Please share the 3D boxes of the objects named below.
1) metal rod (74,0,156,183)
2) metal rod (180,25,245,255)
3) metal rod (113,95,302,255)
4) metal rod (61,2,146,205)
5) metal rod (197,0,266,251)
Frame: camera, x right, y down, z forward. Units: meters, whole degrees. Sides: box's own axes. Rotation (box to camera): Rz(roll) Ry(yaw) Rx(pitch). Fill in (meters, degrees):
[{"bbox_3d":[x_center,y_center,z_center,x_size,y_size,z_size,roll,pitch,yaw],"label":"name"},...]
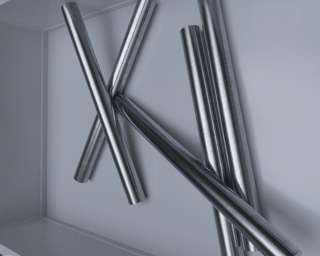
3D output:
[{"bbox_3d":[-0.074,-0.045,0.467,0.025,0.025,0.298,37,113,34],"label":"metal rod"},{"bbox_3d":[0.061,0.027,0.356,0.025,0.025,0.298,-16,80,39],"label":"metal rod"},{"bbox_3d":[0.026,0.037,0.358,0.300,0.025,0.025,42,116,41],"label":"metal rod"},{"bbox_3d":[-0.082,-0.037,0.443,0.025,0.025,0.299,-23,85,38],"label":"metal rod"},{"bbox_3d":[0.076,-0.021,0.343,0.025,0.025,0.298,-15,81,39],"label":"metal rod"}]
